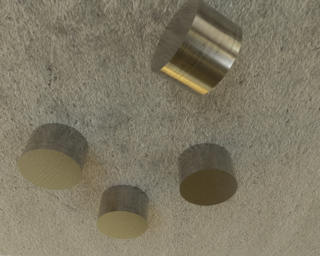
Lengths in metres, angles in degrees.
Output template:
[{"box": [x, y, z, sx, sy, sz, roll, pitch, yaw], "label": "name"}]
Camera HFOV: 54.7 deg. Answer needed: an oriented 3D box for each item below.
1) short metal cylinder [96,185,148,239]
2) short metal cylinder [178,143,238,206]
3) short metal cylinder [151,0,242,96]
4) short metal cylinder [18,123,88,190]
[{"box": [-0.060, 0.138, 0.508, 0.081, 0.050, 0.079, 0, 130, 0], "label": "short metal cylinder"}, {"box": [0.067, 0.068, 0.449, 0.081, 0.050, 0.079, 0, 130, 0], "label": "short metal cylinder"}, {"box": [0.034, -0.079, 0.304, 0.050, 0.080, 0.080, 26, 125, -21], "label": "short metal cylinder"}, {"box": [-0.143, 0.040, 0.423, 0.081, 0.050, 0.079, 0, 130, 0], "label": "short metal cylinder"}]
